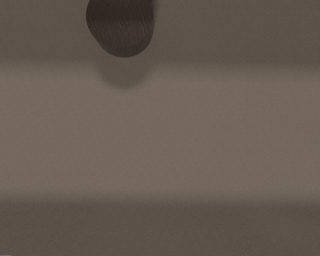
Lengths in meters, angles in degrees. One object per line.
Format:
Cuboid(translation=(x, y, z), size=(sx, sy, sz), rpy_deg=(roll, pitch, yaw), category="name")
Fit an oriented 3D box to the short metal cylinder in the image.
Cuboid(translation=(-0.049, -0.136, 0.398), size=(0.081, 0.050, 0.079), rpy_deg=(0, 90, -1), category="short metal cylinder")
